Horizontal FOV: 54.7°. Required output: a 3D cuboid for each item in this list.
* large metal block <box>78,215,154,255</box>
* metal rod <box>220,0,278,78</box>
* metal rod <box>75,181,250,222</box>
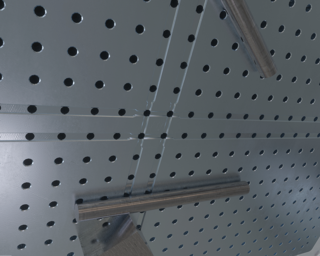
[{"bbox_3d":[-0.065,0.183,0.473,0.080,0.050,0.080,-30,129,-10],"label":"large metal block"},{"bbox_3d":[0.073,-0.162,0.350,0.025,0.025,0.300,-44,130,2],"label":"metal rod"},{"bbox_3d":[0.020,0.112,0.491,0.303,0.025,0.025,-1,119,-28],"label":"metal rod"}]
